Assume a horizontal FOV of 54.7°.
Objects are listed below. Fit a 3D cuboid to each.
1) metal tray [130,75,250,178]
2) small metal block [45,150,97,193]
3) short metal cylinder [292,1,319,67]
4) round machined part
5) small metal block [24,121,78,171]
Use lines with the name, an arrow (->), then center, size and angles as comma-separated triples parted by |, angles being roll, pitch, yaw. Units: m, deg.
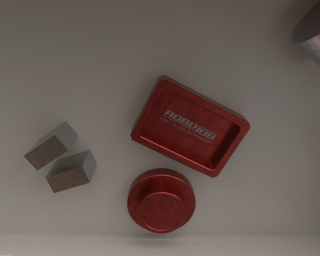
metal tray -> 0.039, 0.000, 0.409 | 0.131, 0.030, 0.089 | 26, 108, -10
small metal block -> -0.118, 0.058, 0.418 | 0.050, 0.050, 0.025 | -17, 109, 6
short metal cylinder -> 0.198, -0.110, 0.344 | 0.050, 0.080, 0.080 | 37, 106, -13
round machined part -> 0.002, 0.111, 0.443 | 0.099, 0.042, 0.097 | 0, 110, -1
small metal block -> -0.141, 0.022, 0.404 | 0.050, 0.050, 0.025 | -33, 107, 11
